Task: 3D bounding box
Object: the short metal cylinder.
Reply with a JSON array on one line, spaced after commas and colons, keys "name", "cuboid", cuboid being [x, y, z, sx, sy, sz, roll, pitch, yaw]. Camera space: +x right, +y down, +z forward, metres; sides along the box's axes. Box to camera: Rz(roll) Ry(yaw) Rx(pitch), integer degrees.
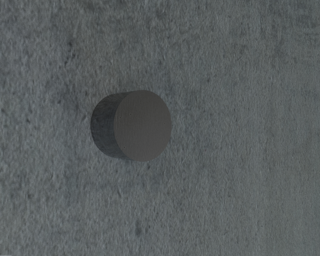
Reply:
[{"name": "short metal cylinder", "cuboid": [-0.033, -0.003, 0.363, 0.081, 0.050, 0.079, 0, 90, -40]}]
